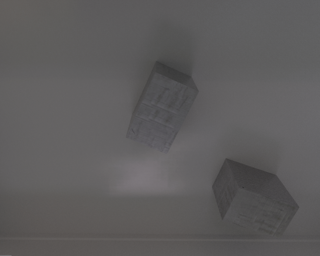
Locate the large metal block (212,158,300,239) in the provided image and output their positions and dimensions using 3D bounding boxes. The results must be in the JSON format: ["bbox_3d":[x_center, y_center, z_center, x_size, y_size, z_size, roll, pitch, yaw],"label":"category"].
[{"bbox_3d":[0.123,0.092,0.417,0.080,0.080,0.050,19,109,-7],"label":"large metal block"}]

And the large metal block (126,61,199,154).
[{"bbox_3d":[0.002,-0.028,0.372,0.050,0.080,0.080,23,108,-8],"label":"large metal block"}]
